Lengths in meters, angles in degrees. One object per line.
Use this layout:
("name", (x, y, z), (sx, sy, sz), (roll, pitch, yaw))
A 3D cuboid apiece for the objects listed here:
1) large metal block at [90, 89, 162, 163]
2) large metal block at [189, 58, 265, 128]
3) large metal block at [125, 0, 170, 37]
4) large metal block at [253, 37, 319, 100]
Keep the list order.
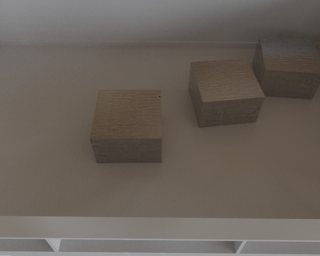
("large metal block", (-0.038, -0.003, 0.391), (0.081, 0.050, 0.080), (0, 50, -1))
("large metal block", (0.088, -0.050, 0.432), (0.081, 0.050, 0.080), (-5, 50, -5))
("large metal block", (-0.021, -0.227, 0.562), (0.050, 0.080, 0.080), (19, 53, 15))
("large metal block", (0.189, -0.091, 0.468), (0.080, 0.050, 0.080), (5, 50, 3))
